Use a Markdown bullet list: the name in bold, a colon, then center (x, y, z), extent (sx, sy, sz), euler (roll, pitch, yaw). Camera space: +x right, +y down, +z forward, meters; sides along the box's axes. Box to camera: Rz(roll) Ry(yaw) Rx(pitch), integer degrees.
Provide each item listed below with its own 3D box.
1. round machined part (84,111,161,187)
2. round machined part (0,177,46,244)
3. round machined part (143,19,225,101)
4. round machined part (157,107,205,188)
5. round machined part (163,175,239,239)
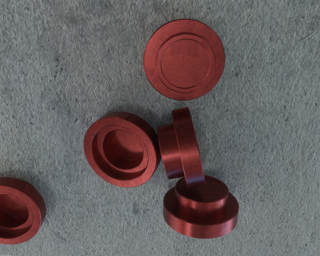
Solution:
- **round machined part**: center (-0.044, 0.024, 0.399), extent (0.098, 0.042, 0.097), euler (7, 114, 16)
- **round machined part**: center (-0.211, 0.112, 0.440), extent (0.099, 0.042, 0.097), euler (0, 110, 0)
- **round machined part**: center (0.029, -0.080, 0.371), extent (0.099, 0.042, 0.097), euler (0, 110, 0)
- **round machined part**: center (0.024, 0.026, 0.381), extent (0.042, 0.098, 0.097), euler (-12, 110, 4)
- **round machined part**: center (0.054, 0.096, 0.407), extent (0.099, 0.098, 0.042), euler (1, 110, -1)
